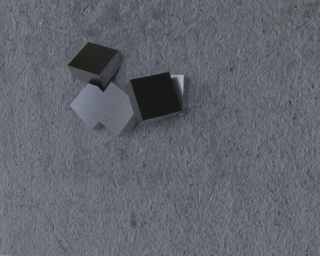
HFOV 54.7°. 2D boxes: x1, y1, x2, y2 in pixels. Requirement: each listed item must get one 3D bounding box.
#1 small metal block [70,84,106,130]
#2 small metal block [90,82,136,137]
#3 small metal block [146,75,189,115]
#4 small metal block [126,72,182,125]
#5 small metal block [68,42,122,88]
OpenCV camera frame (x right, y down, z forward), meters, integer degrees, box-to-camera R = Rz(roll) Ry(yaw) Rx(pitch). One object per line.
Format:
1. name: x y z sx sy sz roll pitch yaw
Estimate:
1. small metal block: -0.091 -0.032 0.441 0.050 0.025 0.050 -46 76 14
2. small metal block: -0.053 -0.024 0.400 0.050 0.025 0.050 39 102 15
3. small metal block: 0.009 -0.043 0.406 0.050 0.025 0.050 2 91 19
4. small metal block: -0.008 -0.035 0.372 0.050 0.025 0.050 -15 84 -21
5. small metal block: -0.089 -0.088 0.428 0.050 0.025 0.050 20 60 18
